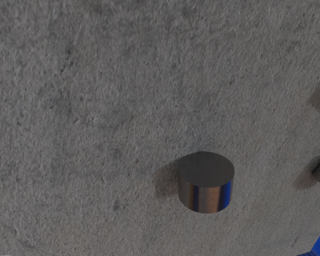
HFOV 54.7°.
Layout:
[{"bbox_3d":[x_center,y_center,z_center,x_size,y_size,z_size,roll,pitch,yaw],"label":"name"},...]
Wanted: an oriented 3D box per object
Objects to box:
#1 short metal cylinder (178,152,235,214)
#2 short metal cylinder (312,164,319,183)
[{"bbox_3d":[0.067,0.079,0.459,0.081,0.080,0.050,-15,125,-20],"label":"short metal cylinder"},{"bbox_3d":[0.365,0.101,0.637,0.080,0.080,0.050,20,108,-36],"label":"short metal cylinder"}]
